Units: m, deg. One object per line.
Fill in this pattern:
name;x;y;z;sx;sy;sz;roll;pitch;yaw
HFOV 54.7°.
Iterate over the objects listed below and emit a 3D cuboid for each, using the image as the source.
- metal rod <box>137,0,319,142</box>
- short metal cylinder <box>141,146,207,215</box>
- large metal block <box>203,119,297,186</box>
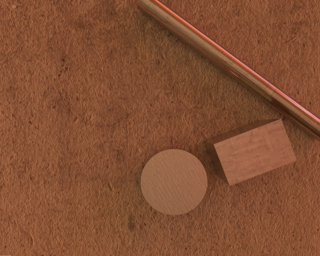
metal rod;0.099;-0.080;0.411;0.301;0.025;0.025;36;90;-1
short metal cylinder;0.017;0.065;0.398;0.081;0.050;0.079;0;90;-1
large metal block;0.106;0.027;0.384;0.080;0.080;0.050;-21;90;0
